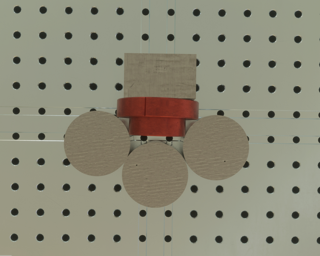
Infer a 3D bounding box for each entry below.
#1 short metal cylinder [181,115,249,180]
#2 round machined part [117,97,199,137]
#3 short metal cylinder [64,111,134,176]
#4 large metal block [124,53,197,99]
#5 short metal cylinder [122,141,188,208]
[{"bbox_3d":[0.068,0.024,0.402,0.081,0.050,0.079,0,90,0],"label":"short metal cylinder"},{"bbox_3d":[-0.003,-0.011,0.375,0.099,0.098,0.042,2,90,0],"label":"round machined part"},{"bbox_3d":[-0.076,0.019,0.400,0.081,0.050,0.079,0,90,0],"label":"short metal cylinder"},{"bbox_3d":[0.000,-0.058,0.385,0.081,0.080,0.050,1,90,0],"label":"large metal block"},{"bbox_3d":[-0.006,0.057,0.401,0.081,0.050,0.079,0,90,0],"label":"short metal cylinder"}]
